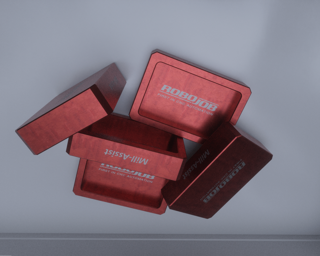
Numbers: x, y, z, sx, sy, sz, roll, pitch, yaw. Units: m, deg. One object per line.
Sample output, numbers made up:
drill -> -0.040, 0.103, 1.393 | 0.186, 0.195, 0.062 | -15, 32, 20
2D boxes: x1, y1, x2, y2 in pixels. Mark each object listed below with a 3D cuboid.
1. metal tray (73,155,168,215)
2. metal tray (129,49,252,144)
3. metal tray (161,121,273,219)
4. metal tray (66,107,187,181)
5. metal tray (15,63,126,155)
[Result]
metal tray -> -0.045, 0.062, 0.428 | 0.131, 0.030, 0.089 | 15, 109, -6
metal tray -> 0.036, -0.035, 0.395 | 0.131, 0.030, 0.089 | 20, 109, -8
metal tray -> 0.075, 0.061, 0.409 | 0.090, 0.030, 0.130 | 27, 110, -40
metal tray -> -0.037, 0.016, 0.379 | 0.131, 0.090, 0.030 | 15, 109, -6
metal tray -> -0.089, -0.028, 0.341 | 0.090, 0.130, 0.030 | -28, 108, 10
